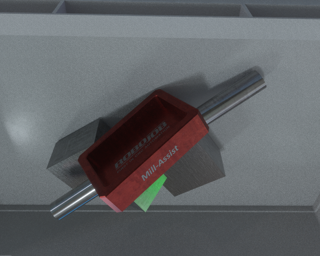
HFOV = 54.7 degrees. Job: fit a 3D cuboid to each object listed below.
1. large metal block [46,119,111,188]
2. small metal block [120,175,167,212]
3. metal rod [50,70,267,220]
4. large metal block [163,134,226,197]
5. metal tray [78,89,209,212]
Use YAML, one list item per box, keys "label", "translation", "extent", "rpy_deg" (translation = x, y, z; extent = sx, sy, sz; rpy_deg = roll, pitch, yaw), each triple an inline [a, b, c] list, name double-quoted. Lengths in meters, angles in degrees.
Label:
- label: "large metal block"
  translation: [-0.091, 0.046, 0.426]
  extent: [0.080, 0.050, 0.080]
  rpy_deg: [-27, 126, 20]
- label: "small metal block"
  translation: [-0.028, 0.071, 0.387]
  extent: [0.050, 0.050, 0.025]
  rpy_deg: [6, 143, 46]
- label: "metal rod"
  translation: [-0.007, 0.024, 0.379]
  extent: [0.300, 0.025, 0.025]
  rpy_deg: [-33, 124, 7]
- label: "large metal block"
  translation: [0.032, 0.040, 0.426]
  extent: [0.080, 0.050, 0.080]
  rpy_deg: [-27, 126, 20]
- label: "metal tray"
  translation: [-0.022, 0.019, 0.345]
  extent: [0.130, 0.090, 0.030]
  rpy_deg: [-42, 126, -8]
